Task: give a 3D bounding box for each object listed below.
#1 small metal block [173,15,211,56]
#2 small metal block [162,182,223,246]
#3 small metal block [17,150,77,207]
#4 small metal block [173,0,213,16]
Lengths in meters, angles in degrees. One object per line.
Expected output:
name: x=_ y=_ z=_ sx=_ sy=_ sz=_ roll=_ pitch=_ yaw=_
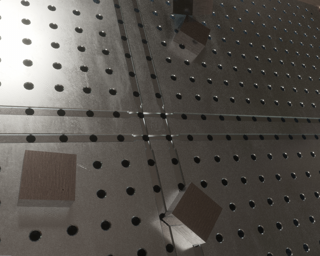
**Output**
small metal block: x=0.056 y=-0.162 z=0.539 sx=0.050 sy=0.025 sz=0.050 roll=29 pitch=52 yaw=-11
small metal block: x=0.039 y=0.102 z=0.369 sx=0.050 sy=0.025 sz=0.050 roll=41 pitch=51 yaw=-1
small metal block: x=-0.114 y=0.052 z=0.315 sx=0.050 sy=0.025 sz=0.050 roll=8 pitch=58 yaw=-24
small metal block: x=0.059 y=-0.219 z=0.559 sx=0.050 sy=0.025 sz=0.050 roll=-19 pitch=31 yaw=-36
